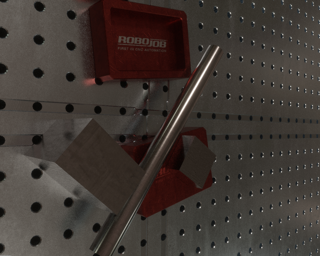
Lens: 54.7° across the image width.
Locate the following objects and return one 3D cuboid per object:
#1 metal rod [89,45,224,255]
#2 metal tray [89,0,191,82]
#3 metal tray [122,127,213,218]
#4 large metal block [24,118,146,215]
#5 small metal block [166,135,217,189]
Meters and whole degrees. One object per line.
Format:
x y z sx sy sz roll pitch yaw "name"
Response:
0.008 0.011 0.377 0.025 0.025 0.300 45 63 -31 "metal rod"
-0.019 -0.106 0.391 0.131 0.030 0.089 -9 96 -40 "metal tray"
0.014 0.054 0.420 0.131 0.030 0.089 -14 99 -39 "metal tray"
-0.076 0.036 0.311 0.080 0.080 0.050 50 60 -29 "large metal block"
0.042 0.044 0.407 0.050 0.025 0.050 42 65 -32 "small metal block"
